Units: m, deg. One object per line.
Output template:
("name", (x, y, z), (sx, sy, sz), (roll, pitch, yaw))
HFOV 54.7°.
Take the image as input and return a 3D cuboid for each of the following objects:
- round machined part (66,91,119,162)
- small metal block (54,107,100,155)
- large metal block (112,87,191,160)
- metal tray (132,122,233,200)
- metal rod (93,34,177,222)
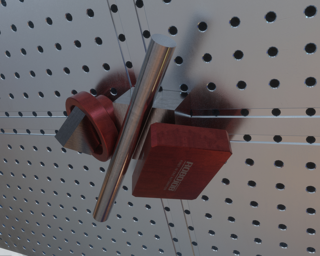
("round machined part", (-0.083, -0.006, 0.421), (0.098, 0.042, 0.097), (37, 145, 32))
("small metal block", (-0.102, 0.004, 0.413), (0.025, 0.050, 0.050), (38, 95, 35))
("large metal block", (-0.007, -0.003, 0.395), (0.080, 0.050, 0.079), (9, 122, 23))
("metal tray", (0.020, 0.047, 0.382), (0.091, 0.030, 0.129), (6, 143, -13))
("metal rod", (-0.043, 0.025, 0.383), (0.025, 0.025, 0.298), (30, 128, 8))
